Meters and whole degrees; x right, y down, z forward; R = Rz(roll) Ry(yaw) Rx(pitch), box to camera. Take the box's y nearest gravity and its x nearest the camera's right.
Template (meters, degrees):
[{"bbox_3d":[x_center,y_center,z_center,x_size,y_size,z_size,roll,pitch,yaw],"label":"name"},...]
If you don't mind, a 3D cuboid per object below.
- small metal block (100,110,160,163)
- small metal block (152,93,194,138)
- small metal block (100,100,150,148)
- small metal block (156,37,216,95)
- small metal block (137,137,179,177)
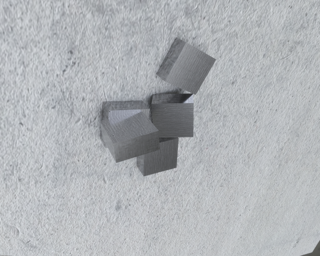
[{"bbox_3d":[-0.034,0.008,0.345,0.050,0.050,0.025,-16,125,-20],"label":"small metal block"},{"bbox_3d":[0.017,-0.016,0.393,0.050,0.025,0.050,-1,123,4],"label":"small metal block"},{"bbox_3d":[-0.044,-0.005,0.379,0.050,0.025,0.050,-4,120,-27],"label":"small metal block"},{"bbox_3d":[0.032,-0.075,0.378,0.050,0.025,0.050,18,109,-35],"label":"small metal block"},{"bbox_3d":[-0.004,0.034,0.426,0.050,0.025,0.050,-12,124,-22],"label":"small metal block"}]
